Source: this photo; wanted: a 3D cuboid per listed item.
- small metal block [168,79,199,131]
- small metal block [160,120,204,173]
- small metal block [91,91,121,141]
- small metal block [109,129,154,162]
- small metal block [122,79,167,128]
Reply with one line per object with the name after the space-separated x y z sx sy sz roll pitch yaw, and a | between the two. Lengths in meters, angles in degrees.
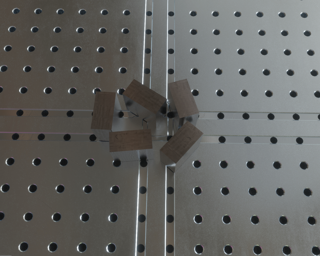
0.029 -0.029 0.409 0.025 0.050 0.050 -15 70 -5 | small metal block
0.026 0.025 0.389 0.025 0.050 0.050 40 75 14 | small metal block
-0.069 -0.014 0.403 0.025 0.050 0.050 3 71 1 | small metal block
-0.035 0.023 0.390 0.050 0.050 0.025 -5 70 -2 | small metal block
-0.019 -0.031 0.410 0.050 0.050 0.025 32 74 10 | small metal block
